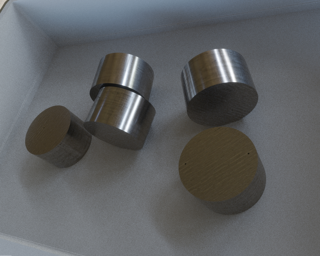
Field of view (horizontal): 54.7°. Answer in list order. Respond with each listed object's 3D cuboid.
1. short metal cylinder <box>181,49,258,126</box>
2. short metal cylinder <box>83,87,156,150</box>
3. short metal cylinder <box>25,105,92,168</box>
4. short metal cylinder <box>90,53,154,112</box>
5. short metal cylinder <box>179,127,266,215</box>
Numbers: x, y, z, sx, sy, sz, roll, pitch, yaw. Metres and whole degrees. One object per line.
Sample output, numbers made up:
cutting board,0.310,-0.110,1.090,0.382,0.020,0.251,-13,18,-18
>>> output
short metal cylinder,0.068,-0.045,0.363,0.080,0.080,0.050,-19,55,17
short metal cylinder,-0.052,-0.011,0.404,0.080,0.080,0.050,7,65,31
short metal cylinder,-0.150,0.013,0.460,0.080,0.050,0.080,-13,56,21
short metal cylinder,-0.052,-0.060,0.435,0.080,0.080,0.050,-4,60,26
short metal cylinder,0.066,0.045,0.327,0.080,0.050,0.080,-13,56,21
